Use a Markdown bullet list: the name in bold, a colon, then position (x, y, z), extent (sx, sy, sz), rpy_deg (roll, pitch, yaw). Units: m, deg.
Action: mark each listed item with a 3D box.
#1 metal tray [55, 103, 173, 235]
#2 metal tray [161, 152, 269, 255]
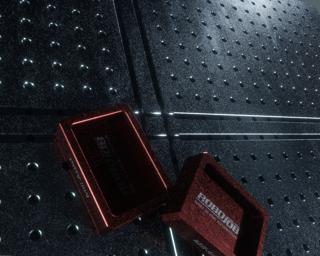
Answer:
- **metal tray**: position (-0.051, 0.041, 0.353), extent (0.091, 0.030, 0.130), rpy_deg (-18, 72, -35)
- **metal tray**: position (0.070, 0.102, 0.360), extent (0.130, 0.030, 0.090), rpy_deg (44, 49, -18)
